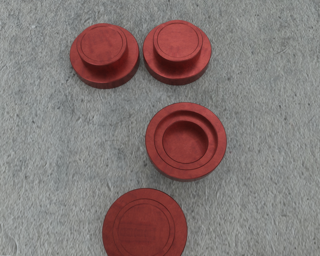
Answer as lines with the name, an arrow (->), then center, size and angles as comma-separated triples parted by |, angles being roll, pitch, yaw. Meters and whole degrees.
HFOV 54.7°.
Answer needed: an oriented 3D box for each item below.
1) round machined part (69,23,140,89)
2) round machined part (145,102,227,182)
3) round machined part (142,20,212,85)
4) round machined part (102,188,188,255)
round machined part -> -0.079, -0.108, 0.438 | 0.099, 0.042, 0.098 | 0, 70, 0
round machined part -> 0.031, 0.020, 0.392 | 0.099, 0.042, 0.098 | 0, 70, 0
round machined part -> 0.024, -0.113, 0.440 | 0.099, 0.042, 0.098 | 0, 70, 0
round machined part -> -0.017, 0.118, 0.356 | 0.099, 0.042, 0.098 | 0, 70, 0
